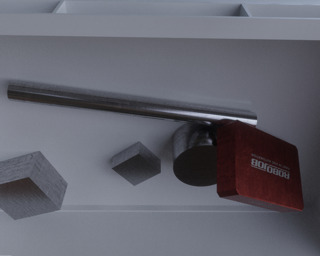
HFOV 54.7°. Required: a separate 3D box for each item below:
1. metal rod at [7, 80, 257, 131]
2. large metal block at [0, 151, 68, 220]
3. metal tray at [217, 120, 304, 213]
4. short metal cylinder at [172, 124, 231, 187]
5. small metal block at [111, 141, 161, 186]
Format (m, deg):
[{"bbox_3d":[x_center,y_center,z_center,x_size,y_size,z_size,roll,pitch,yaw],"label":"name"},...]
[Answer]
[{"bbox_3d":[-0.028,-0.026,0.386,0.302,0.025,0.025,7,130,-7],"label":"metal rod"},{"bbox_3d":[-0.200,0.088,0.465,0.080,0.050,0.080,-15,129,12],"label":"large metal block"},{"bbox_3d":[0.129,0.052,0.393,0.131,0.090,0.030,20,152,-32],"label":"metal tray"},{"bbox_3d":[0.057,0.035,0.424,0.081,0.050,0.079,0,130,0],"label":"short metal cylinder"},{"bbox_3d":[-0.034,0.053,0.454,0.050,0.025,0.050,-30,124,22],"label":"small metal block"}]
